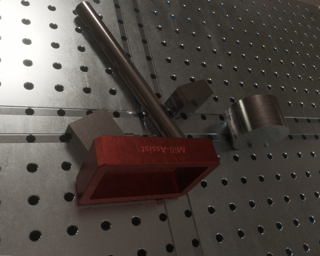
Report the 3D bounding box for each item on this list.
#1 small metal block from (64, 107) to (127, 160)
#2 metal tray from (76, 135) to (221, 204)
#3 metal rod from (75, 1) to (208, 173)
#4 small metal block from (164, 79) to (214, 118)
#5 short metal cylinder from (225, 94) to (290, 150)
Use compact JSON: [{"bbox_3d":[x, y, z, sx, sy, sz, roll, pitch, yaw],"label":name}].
[{"bbox_3d":[-0.074,0.011,0.363,0.050,0.025,0.050,-31,79,-38],"label":"small metal block"},{"bbox_3d":[-0.014,0.046,0.330,0.131,0.089,0.030,2,55,-28],"label":"metal tray"},{"bbox_3d":[-0.029,-0.056,0.428,0.025,0.025,0.299,-27,77,-37],"label":"metal rod"},{"bbox_3d":[0.039,-0.040,0.440,0.050,0.050,0.025,-21,73,-36],"label":"small metal block"},{"bbox_3d":[0.141,-0.007,0.455,0.081,0.080,0.050,5,60,-26],"label":"short metal cylinder"}]
